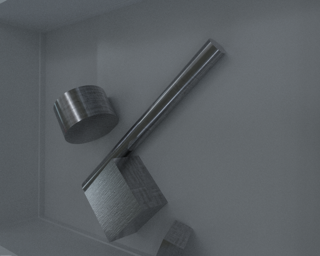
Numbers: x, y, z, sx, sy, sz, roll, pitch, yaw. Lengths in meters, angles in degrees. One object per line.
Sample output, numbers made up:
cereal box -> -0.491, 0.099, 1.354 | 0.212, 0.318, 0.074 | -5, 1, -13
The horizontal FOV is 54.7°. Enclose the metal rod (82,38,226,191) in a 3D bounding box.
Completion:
metal rod -> -0.024, 0.001, 0.424 | 0.299, 0.025, 0.025 | -46, 63, 29

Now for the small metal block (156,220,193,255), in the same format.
small metal block -> 0.014, 0.148, 0.373 | 0.025, 0.050, 0.050 | 25, 105, 13

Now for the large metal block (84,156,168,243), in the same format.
large metal block -> -0.049, 0.096, 0.429 | 0.080, 0.050, 0.080 | -49, 61, 28

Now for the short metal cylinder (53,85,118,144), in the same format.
short metal cylinder -> -0.109, -0.019, 0.459 | 0.080, 0.081, 0.050 | -41, 65, 32
